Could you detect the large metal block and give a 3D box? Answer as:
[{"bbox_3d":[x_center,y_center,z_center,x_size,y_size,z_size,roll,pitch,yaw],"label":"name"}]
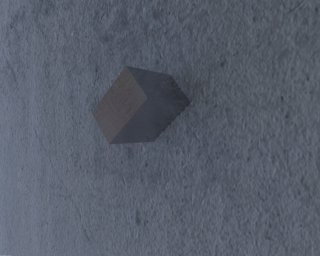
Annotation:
[{"bbox_3d":[-0.023,-0.025,0.386,0.080,0.081,0.050,-47,62,29],"label":"large metal block"}]
